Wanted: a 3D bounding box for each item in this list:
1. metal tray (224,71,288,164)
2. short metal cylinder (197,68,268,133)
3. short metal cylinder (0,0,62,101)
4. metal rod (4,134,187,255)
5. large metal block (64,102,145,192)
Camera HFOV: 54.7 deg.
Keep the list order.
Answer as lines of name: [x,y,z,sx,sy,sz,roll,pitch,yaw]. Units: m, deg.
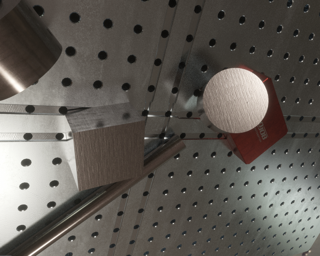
metal tray: [0.143,-0.012,0.481,0.090,0.030,0.130,-39,130,-3]
short metal cylinder: [0.091,-0.033,0.401,0.081,0.050,0.080,0,88,-2]
short metal cylinder: [-0.132,-0.068,0.262,0.080,0.080,0.050,-36,129,-5]
metal rod: [-0.092,0.104,0.426,0.301,0.025,0.025,-35,129,-5]
large metal block: [-0.066,0.020,0.373,0.081,0.050,0.079,-11,123,-23]
